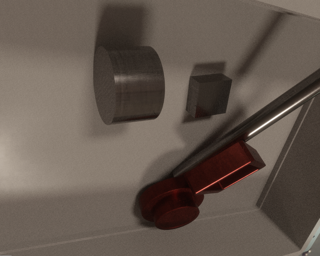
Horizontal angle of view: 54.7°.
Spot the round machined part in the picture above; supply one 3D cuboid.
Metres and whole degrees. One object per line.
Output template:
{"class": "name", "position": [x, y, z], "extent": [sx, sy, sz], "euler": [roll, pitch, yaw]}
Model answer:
{"class": "round machined part", "position": [0.020, 0.118, 0.466], "extent": [0.099, 0.042, 0.097], "euler": [-12, 140, -10]}

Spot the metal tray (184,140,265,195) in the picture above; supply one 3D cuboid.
{"class": "metal tray", "position": [0.099, 0.061, 0.449], "extent": [0.090, 0.030, 0.130], "euler": [-34, 158, 16]}

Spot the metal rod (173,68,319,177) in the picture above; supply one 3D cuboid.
{"class": "metal rod", "position": [0.132, -0.009, 0.407], "extent": [0.025, 0.025, 0.299], "euler": [27, 125, -38]}

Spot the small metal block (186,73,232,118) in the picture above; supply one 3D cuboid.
{"class": "small metal block", "position": [0.066, -0.044, 0.419], "extent": [0.050, 0.025, 0.050], "euler": [-10, 123, -24]}

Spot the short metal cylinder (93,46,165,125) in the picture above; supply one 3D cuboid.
{"class": "short metal cylinder", "position": [-0.035, -0.045, 0.327], "extent": [0.050, 0.080, 0.079], "euler": [-8, 122, -25]}
